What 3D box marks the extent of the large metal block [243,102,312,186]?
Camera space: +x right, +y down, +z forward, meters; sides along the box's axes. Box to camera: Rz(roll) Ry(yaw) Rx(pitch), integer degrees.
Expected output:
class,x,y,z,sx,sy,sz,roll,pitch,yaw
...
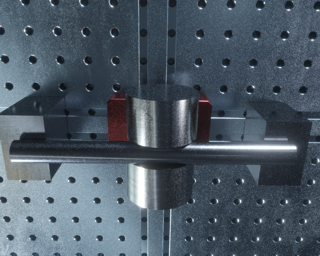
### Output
class,x,y,z,sx,sy,sz,roll,pitch,yaw
large metal block,0.141,0.017,0.390,0.050,0.080,0.079,1,110,0

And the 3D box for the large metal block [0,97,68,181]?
class,x,y,z,sx,sy,sz,roll,pitch,yaw
large metal block,-0.152,0.010,0.385,0.050,0.080,0.079,1,110,0

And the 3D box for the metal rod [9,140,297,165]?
class,x,y,z,sx,sy,sz,roll,pitch,yaw
metal rod,-0.006,0.027,0.337,0.302,0.025,0.025,1,110,-1

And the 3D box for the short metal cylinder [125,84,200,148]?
class,x,y,z,sx,sy,sz,roll,pitch,yaw
short metal cylinder,0.002,-0.017,0.346,0.081,0.080,0.050,1,110,-1

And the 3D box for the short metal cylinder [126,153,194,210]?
class,x,y,z,sx,sy,sz,roll,pitch,yaw
short metal cylinder,0.000,0.054,0.372,0.081,0.080,0.050,1,110,-1

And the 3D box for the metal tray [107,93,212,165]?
class,x,y,z,sx,sy,sz,roll,pitch,yaw
metal tray,-0.001,0.002,0.411,0.131,0.030,0.089,1,110,-1
